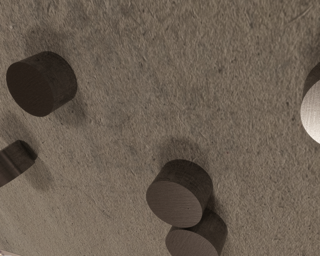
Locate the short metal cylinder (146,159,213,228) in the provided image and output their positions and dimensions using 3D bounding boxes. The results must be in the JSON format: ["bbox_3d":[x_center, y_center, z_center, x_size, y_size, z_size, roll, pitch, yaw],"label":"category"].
[{"bbox_3d":[0.028,0.091,0.431,0.080,0.050,0.079,13,124,20],"label":"short metal cylinder"}]

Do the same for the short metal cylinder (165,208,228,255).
[{"bbox_3d":[0.055,0.163,0.462,0.080,0.050,0.079,13,124,20],"label":"short metal cylinder"}]

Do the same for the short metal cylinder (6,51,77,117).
[{"bbox_3d":[-0.166,-0.062,0.437,0.080,0.050,0.079,13,124,20],"label":"short metal cylinder"}]

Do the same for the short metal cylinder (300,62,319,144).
[{"bbox_3d":[0.174,-0.025,0.284,0.080,0.050,0.079,13,124,20],"label":"short metal cylinder"}]

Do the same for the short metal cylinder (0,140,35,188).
[{"bbox_3d":[-0.273,0.064,0.552,0.080,0.080,0.050,-22,107,36],"label":"short metal cylinder"}]
